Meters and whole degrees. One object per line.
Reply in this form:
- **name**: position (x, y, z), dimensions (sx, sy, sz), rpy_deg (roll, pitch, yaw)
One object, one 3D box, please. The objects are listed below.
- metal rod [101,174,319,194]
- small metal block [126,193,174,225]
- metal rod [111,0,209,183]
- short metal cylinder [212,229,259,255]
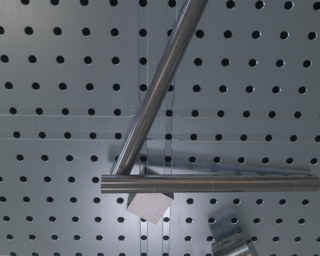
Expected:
- **metal rod**: position (0.073, 0.076, 0.427), dimensions (0.302, 0.025, 0.025), rpy_deg (1, 110, -7)
- **small metal block**: position (-0.014, 0.105, 0.452), dimensions (0.050, 0.025, 0.050), rpy_deg (29, 107, -11)
- **metal rod**: position (-0.003, -0.048, 0.395), dimensions (0.025, 0.025, 0.298), rpy_deg (22, 108, -8)
- **short metal cylinder**: position (0.119, 0.199, 0.459), dimensions (0.050, 0.080, 0.080), rpy_deg (-31, 108, 10)
